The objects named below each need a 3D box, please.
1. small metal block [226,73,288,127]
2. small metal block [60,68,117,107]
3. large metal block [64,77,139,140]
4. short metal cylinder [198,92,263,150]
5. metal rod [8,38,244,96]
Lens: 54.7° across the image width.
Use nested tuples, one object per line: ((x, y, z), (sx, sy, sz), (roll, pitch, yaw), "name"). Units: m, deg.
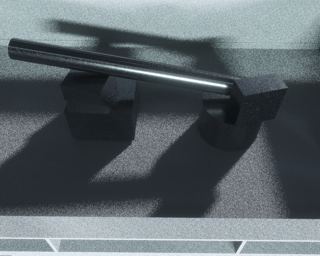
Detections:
((0.107, -0.031, 0.348), (0.050, 0.050, 0.025), (-11, 51, -10), "small metal block")
((-0.087, -0.056, 0.384), (0.050, 0.025, 0.050), (10, 50, 8), "small metal block")
((-0.072, -0.032, 0.411), (0.081, 0.050, 0.080), (2, 50, 1), "large metal block")
((0.093, -0.018, 0.403), (0.081, 0.050, 0.080), (0, 50, 0), "short metal cylinder")
((-0.023, -0.069, 0.369), (0.302, 0.025, 0.025), (9, 50, -3), "metal rod")
